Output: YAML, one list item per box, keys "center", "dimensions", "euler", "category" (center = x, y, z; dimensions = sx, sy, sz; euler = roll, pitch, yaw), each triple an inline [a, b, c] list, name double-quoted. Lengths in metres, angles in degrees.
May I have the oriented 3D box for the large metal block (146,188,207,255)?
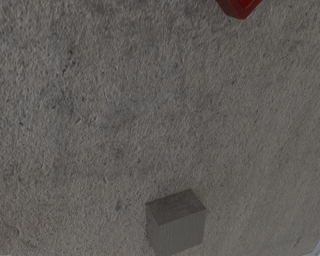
- center: [0.024, 0.154, 0.499]
  dimensions: [0.081, 0.050, 0.079]
  euler: [-13, 124, -21]
  category: "large metal block"

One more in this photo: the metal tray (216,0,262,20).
- center: [0.080, -0.193, 0.327]
  dimensions: [0.090, 0.030, 0.130]
  euler: [-48, 129, 5]
  category: "metal tray"
